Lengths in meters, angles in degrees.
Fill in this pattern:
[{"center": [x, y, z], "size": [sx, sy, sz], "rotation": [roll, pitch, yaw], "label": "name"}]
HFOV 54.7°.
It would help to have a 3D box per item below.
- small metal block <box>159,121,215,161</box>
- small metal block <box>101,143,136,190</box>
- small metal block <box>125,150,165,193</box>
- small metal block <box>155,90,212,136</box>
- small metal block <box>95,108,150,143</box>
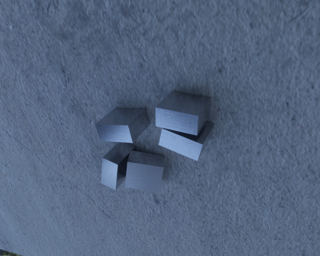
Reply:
[{"center": [0.033, 0.007, 0.377], "size": [0.050, 0.050, 0.025], "rotation": [22, 127, 14], "label": "small metal block"}, {"center": [-0.061, 0.053, 0.454], "size": [0.025, 0.050, 0.050], "rotation": [22, 127, 16], "label": "small metal block"}, {"center": [-0.022, 0.063, 0.446], "size": [0.050, 0.025, 0.050], "rotation": [9, 125, -1], "label": "small metal block"}, {"center": [0.028, -0.019, 0.363], "size": [0.050, 0.050, 0.025], "rotation": [13, 124, 21], "label": "small metal block"}, {"center": [-0.048, -0.005, 0.412], "size": [0.050, 0.050, 0.025], "rotation": [2, 119, 27], "label": "small metal block"}]
